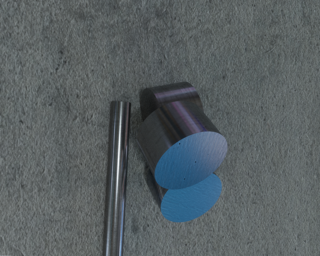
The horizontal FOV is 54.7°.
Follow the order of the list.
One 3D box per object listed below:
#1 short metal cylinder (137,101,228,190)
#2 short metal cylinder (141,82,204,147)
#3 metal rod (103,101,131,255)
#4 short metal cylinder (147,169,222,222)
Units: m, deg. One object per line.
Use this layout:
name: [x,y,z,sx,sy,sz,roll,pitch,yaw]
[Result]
short metal cylinder: [0.022,0.019,0.324,0.081,0.050,0.079,-16,135,-16]
short metal cylinder: [0.014,-0.014,0.385,0.050,0.080,0.080,-13,95,-20]
metal rod: [-0.057,0.117,0.388,0.025,0.025,0.298,3,89,-20]
short metal cylinder: [0.029,0.071,0.389,0.081,0.050,0.079,-12,125,-18]
